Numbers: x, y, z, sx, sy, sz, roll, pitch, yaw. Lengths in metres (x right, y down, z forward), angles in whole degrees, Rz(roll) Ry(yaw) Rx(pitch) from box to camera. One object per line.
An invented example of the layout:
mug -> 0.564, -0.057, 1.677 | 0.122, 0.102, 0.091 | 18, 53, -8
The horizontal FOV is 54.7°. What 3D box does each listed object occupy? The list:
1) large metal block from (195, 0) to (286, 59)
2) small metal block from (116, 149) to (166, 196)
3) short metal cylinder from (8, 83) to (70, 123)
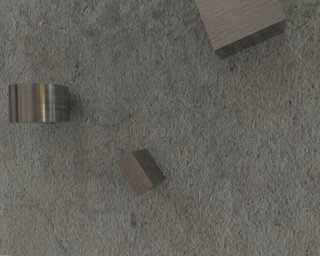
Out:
large metal block -> 0.092, -0.138, 0.363 | 0.080, 0.050, 0.080 | -22, 83, 18
small metal block -> -0.023, 0.056, 0.403 | 0.025, 0.050, 0.050 | -37, 78, 16
short metal cylinder -> -0.170, -0.033, 0.438 | 0.080, 0.080, 0.050 | -1, 90, 19
